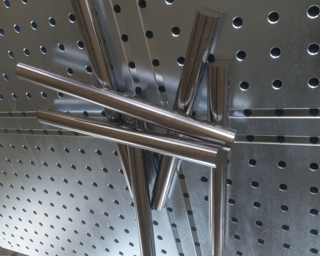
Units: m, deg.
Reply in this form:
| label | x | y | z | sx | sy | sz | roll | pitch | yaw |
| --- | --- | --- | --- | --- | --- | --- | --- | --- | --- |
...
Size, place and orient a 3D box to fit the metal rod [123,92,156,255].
| label | x | y | z | sx | sy | sz | roll | pitch | yaw |
| --- | --- | --- | --- | --- | --- | --- | --- | --- | --- |
| metal rod | -0.029 | 0.093 | 0.462 | 0.025 | 0.025 | 0.298 | 6 | 115 | 25 |

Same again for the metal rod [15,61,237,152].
| label | x | y | z | sx | sy | sz | roll | pitch | yaw |
| --- | --- | --- | --- | --- | --- | --- | --- | --- | --- |
| metal rod | -0.055 | -0.033 | 0.386 | 0.301 | 0.025 | 0.025 | 19 | 126 | 17 |

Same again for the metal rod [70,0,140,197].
| label | x | y | z | sx | sy | sz | roll | pitch | yaw |
| --- | --- | --- | --- | --- | --- | --- | --- | --- | --- |
| metal rod | -0.065 | -0.027 | 0.429 | 0.025 | 0.025 | 0.298 | 2 | 119 | 27 |

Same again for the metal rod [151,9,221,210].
| label | x | y | z | sx | sy | sz | roll | pitch | yaw |
| --- | --- | --- | --- | --- | --- | --- | --- | --- | --- |
| metal rod | 0.023 | 0.002 | 0.400 | 0.025 | 0.025 | 0.298 | 23 | 127 | 14 |

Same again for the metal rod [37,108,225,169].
| label | x | y | z | sx | sy | sz | roll | pitch | yaw |
| --- | --- | --- | --- | --- | --- | --- | --- | --- | --- |
| metal rod | -0.060 | 0.005 | 0.409 | 0.300 | 0.025 | 0.025 | 12 | 124 | 33 |

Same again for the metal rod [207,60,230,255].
| label | x | y | z | sx | sy | sz | roll | pitch | yaw |
| --- | --- | --- | --- | --- | --- | --- | --- | --- | --- |
| metal rod | 0.076 | 0.059 | 0.408 | 0.025 | 0.025 | 0.298 | 9 | 122 | 24 |
